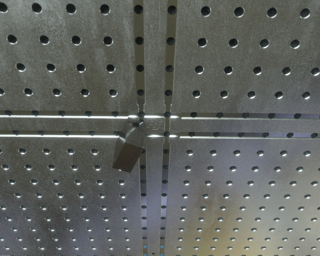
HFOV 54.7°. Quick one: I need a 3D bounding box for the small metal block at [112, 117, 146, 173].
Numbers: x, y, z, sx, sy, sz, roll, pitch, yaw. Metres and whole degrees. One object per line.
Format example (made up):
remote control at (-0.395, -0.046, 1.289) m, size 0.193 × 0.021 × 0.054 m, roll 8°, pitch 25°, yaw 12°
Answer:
small metal block at (-0.041, 0.023, 0.414) m, size 0.025 × 0.050 × 0.050 m, roll 19°, pitch 128°, yaw -16°
